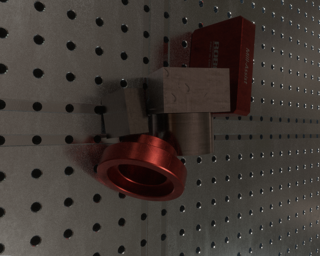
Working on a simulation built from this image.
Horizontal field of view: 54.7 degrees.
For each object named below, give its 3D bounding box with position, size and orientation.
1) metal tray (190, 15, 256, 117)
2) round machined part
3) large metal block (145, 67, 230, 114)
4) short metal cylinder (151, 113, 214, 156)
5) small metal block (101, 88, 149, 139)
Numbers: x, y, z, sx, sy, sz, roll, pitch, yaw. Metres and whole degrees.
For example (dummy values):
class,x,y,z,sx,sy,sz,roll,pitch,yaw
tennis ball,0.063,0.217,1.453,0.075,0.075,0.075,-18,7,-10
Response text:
class,x,y,z,sx,sy,sz,roll,pitch,yaw
metal tray,0.084,-0.082,0.439,0.030,0.090,0.129,8,85,-41
round machined part,-0.017,0.043,0.352,0.098,0.098,0.042,41,47,-33
large metal block,0.031,-0.043,0.385,0.081,0.080,0.050,-2,92,-17
short metal cylinder,0.029,0.006,0.400,0.081,0.080,0.050,-4,93,-40
small metal block,-0.041,-0.016,0.356,0.025,0.050,0.050,-6,87,-40
